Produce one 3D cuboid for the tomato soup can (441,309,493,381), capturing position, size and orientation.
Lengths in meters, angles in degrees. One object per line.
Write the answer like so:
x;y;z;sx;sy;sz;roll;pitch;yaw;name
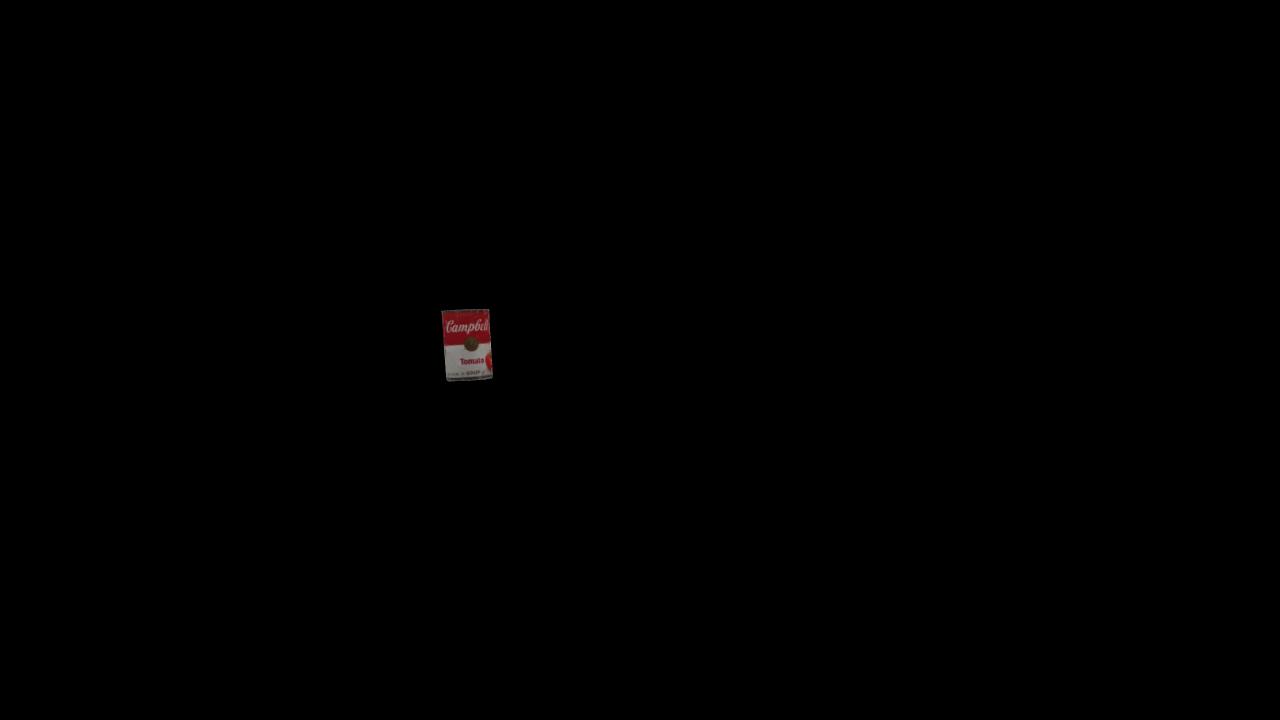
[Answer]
-0.249;-0.021;0.888;0.068;0.101;0.068;-2;3;0;tomato soup can
